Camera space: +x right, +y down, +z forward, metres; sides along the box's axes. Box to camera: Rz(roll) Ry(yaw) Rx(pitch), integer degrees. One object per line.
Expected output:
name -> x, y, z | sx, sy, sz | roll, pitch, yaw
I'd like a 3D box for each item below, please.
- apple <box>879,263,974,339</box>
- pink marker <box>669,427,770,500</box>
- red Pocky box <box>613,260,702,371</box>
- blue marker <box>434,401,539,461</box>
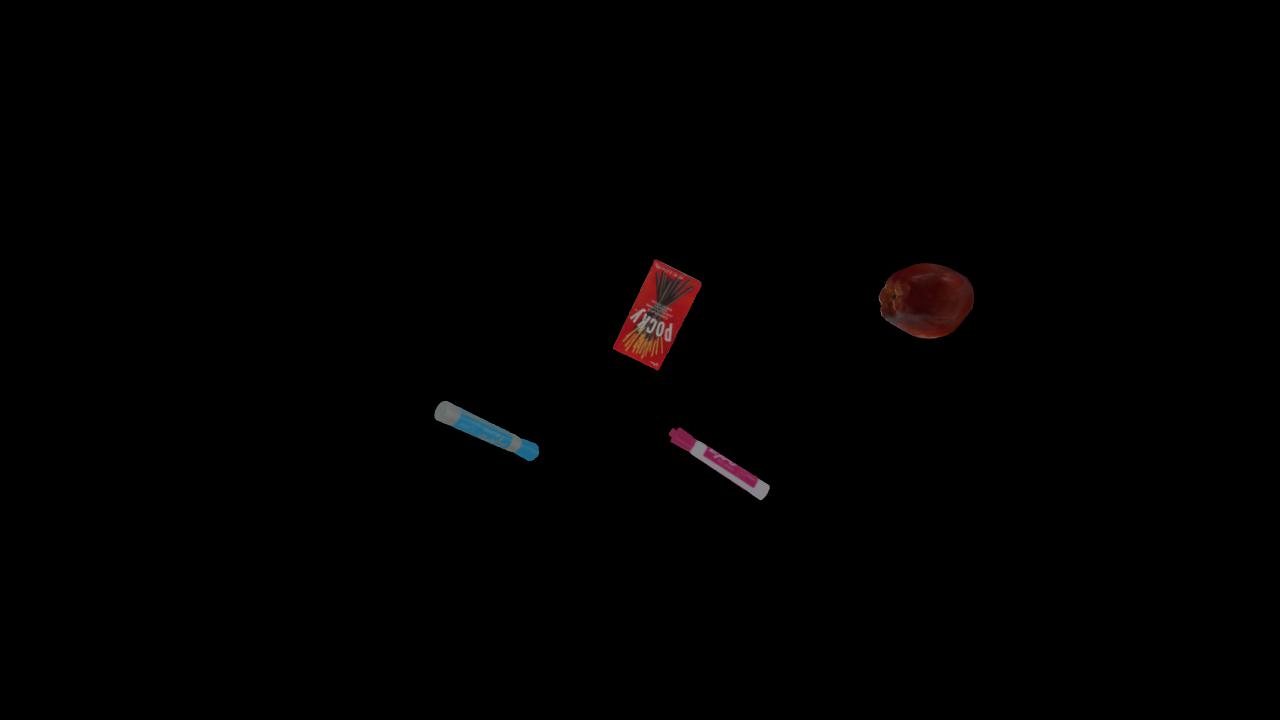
apple -> 0.297, -0.062, 0.636 | 0.093, 0.079, 0.079 | 8, -3, -19
pink marker -> 0.083, 0.109, 0.658 | 0.121, 0.020, 0.020 | 33, 0, 1
red Pocky box -> 0.026, -0.068, 0.951 | 0.083, 0.155, 0.028 | 25, 15, -3
blue marker -> -0.141, 0.070, 0.585 | 0.020, 0.020, 0.121 | 0, -25, 40
